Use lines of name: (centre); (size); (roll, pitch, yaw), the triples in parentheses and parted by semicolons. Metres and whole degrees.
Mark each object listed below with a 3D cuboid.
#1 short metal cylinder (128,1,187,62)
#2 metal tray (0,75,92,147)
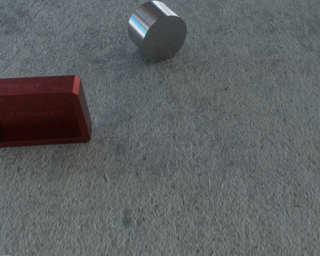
short metal cylinder: (-0.004, -0.154, 0.497); (0.081, 0.080, 0.050); (-24, 54, -19)
metal tray: (-0.156, -0.017, 0.374); (0.131, 0.090, 0.030); (-3, 50, -3)
